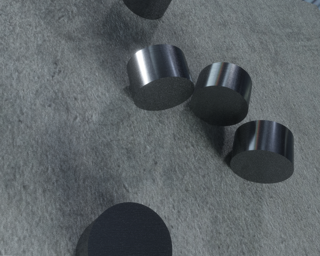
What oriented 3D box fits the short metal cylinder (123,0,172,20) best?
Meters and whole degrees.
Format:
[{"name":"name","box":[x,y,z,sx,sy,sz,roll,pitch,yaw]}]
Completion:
[{"name":"short metal cylinder","box":[-0.018,-0.230,0.520,0.081,0.050,0.080,14,56,-21]}]

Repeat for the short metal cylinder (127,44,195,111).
[{"name":"short metal cylinder","box":[0.000,-0.064,0.409,0.081,0.080,0.050,0,62,-29]}]

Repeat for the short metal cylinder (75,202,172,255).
[{"name":"short metal cylinder","box":[-0.035,0.118,0.298,0.081,0.050,0.080,14,56,-21]}]

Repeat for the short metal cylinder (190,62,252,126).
[{"name":"short metal cylinder","box":[0.089,-0.048,0.448,0.080,0.080,0.050,29,52,-11]}]

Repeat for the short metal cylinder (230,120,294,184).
[{"name":"short metal cylinder","box":[0.141,0.034,0.426,0.080,0.080,0.050,27,52,-12]}]
